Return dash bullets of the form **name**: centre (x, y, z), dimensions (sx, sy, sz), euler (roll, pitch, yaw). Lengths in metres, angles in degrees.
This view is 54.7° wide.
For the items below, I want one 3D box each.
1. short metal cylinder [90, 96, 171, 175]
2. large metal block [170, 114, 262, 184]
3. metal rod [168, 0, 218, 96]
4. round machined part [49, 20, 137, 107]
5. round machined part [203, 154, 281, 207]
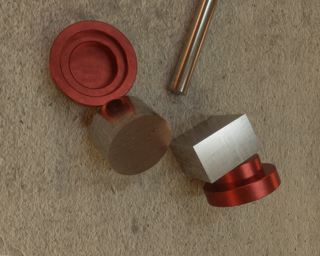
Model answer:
- **short metal cylinder**: centre (-0.034, 0.009, 0.364), dimensions (0.081, 0.050, 0.079), euler (-20, 130, -26)
- **large metal block**: centre (0.068, 0.023, 0.405), dimensions (0.080, 0.080, 0.050), euler (-30, 100, -17)
- **metal rod**: centre (0.072, -0.188, 0.434), dimensions (0.025, 0.025, 0.299), euler (22, 83, -19)
- **round machined part**: centre (-0.080, -0.073, 0.370), dimensions (0.099, 0.042, 0.097), euler (0, 90, -20)
- **round machined part**: centre (0.103, 0.064, 0.409), dimensions (0.099, 0.098, 0.042), euler (-20, 92, -19)
